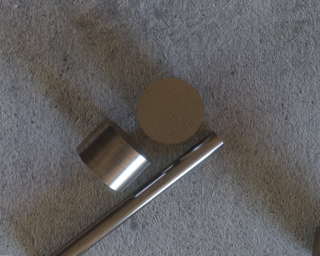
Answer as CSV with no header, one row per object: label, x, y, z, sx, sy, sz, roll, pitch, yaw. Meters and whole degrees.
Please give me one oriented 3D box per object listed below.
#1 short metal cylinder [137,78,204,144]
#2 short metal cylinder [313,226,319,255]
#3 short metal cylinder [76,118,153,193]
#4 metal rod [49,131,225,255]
short metal cylinder,0.012,-0.021,0.397,0.081,0.050,0.079,0,90,0
short metal cylinder,0.235,0.160,0.384,0.080,0.080,0.050,7,90,0
short metal cylinder,-0.055,0.033,0.382,0.080,0.080,0.050,45,90,0
metal rod,-0.042,0.105,0.409,0.301,0.025,0.025,-37,90,0
